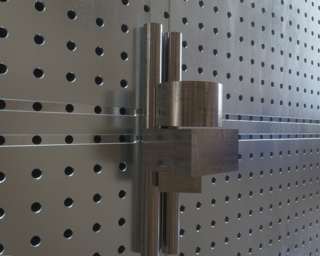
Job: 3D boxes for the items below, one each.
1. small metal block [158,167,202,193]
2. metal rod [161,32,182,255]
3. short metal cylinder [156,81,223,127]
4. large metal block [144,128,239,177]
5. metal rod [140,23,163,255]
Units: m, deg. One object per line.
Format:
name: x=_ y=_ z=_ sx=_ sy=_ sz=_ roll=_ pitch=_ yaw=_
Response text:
small metal block: x=0.026 y=0.063 z=0.387 sx=0.050 sy=0.050 sz=0.025 roll=3 pitch=87 yaw=-85
metal rod: x=0.016 y=0.020 z=0.426 sx=0.025 sy=0.025 sz=0.298 roll=1 pitch=89 yaw=-40
short metal cylinder: x=0.036 y=-0.027 z=0.377 sx=0.081 sy=0.080 sz=0.050 roll=1 pitch=90 yaw=-40
large metal block: x=0.037 y=0.026 z=0.374 sx=0.081 sy=0.080 sz=0.050 roll=0 pitch=90 yaw=-40
metal rod: x=-0.011 y=0.016 z=0.403 sx=0.025 sy=0.025 sz=0.298 roll=1 pitch=89 yaw=-40
